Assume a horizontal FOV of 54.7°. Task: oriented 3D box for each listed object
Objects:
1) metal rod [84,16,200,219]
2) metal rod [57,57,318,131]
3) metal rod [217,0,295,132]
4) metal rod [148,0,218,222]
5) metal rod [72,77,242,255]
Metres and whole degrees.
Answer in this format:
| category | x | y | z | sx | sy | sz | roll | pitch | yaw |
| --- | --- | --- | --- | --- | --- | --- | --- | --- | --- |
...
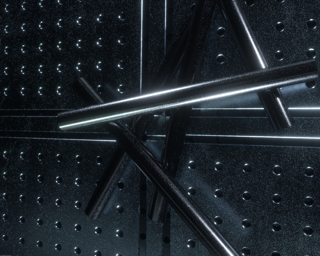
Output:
| category | x | y | z | sx | sy | sz | roll | pitch | yaw |
| --- | --- | --- | --- | --- | --- | --- | --- | --- | --- |
| metal rod | -0.027 | -0.007 | 0.421 | 0.025 | 0.025 | 0.298 | 31 | 100 | 17 |
| metal rod | 0.021 | -0.036 | 0.364 | 0.301 | 0.025 | 0.025 | -11 | 87 | 12 |
| metal rod | 0.091 | -0.138 | 0.380 | 0.025 | 0.025 | 0.299 | -24 | 82 | 18 |
| metal rod | 0.028 | -0.024 | 0.391 | 0.025 | 0.025 | 0.298 | 15 | 99 | 19 |
| metal rod | -0.014 | 0.045 | 0.385 | 0.025 | 0.025 | 0.300 | -47 | 73 | 14 |
